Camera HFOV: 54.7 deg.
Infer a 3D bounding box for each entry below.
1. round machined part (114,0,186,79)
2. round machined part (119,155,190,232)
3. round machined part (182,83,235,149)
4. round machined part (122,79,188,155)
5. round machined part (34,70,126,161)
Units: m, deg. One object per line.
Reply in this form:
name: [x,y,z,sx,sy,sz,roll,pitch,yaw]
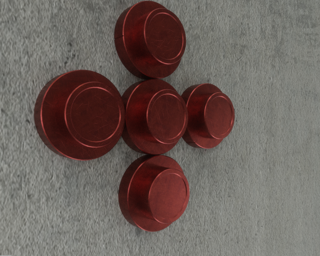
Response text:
round machined part: [-0.005,-0.112,0.393,0.099,0.042,0.097,0,90,-40]
round machined part: [0.000,0.084,0.397,0.099,0.042,0.097,0,90,-40]
round machined part: [0.074,-0.018,0.459,0.099,0.042,0.097,0,90,-40]
round machined part: [-0.002,-0.014,0.395,0.099,0.042,0.097,0,90,-40]
round machined part: [-0.078,-0.014,0.332,0.099,0.042,0.097,0,90,-40]
